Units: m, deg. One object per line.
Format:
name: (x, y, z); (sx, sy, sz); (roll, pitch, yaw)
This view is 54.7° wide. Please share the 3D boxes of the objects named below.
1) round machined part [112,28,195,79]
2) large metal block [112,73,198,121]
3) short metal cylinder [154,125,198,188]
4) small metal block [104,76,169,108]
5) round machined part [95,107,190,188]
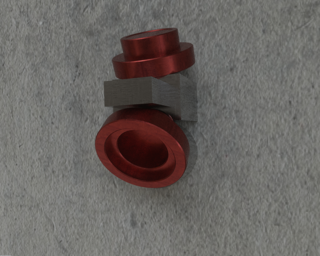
round machined part: (-0.010, -0.092, 0.370); (0.098, 0.098, 0.042); (-2, 114, 19)
large metal block: (-0.003, -0.032, 0.380); (0.080, 0.080, 0.050); (-2, 90, 19)
short metal cylinder: (0.003, 0.033, 0.396); (0.080, 0.050, 0.079); (0, 90, 19)
small metal block: (-0.023, -0.034, 0.318); (0.050, 0.050, 0.025); (-3, 89, 20)
round machined part: (-0.016, 0.017, 0.336); (0.098, 0.042, 0.097); (9, 131, 11)
